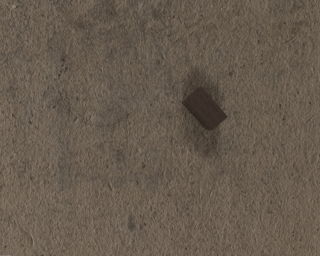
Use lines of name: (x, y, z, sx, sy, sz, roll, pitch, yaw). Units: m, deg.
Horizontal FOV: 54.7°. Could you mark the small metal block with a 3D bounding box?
small metal block: (0.056, -0.024, 0.398, 0.025, 0.050, 0.050, -42, 91, 0)
